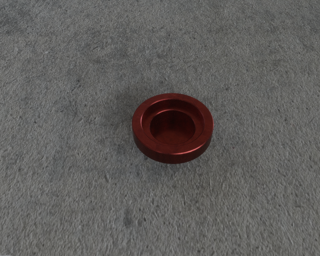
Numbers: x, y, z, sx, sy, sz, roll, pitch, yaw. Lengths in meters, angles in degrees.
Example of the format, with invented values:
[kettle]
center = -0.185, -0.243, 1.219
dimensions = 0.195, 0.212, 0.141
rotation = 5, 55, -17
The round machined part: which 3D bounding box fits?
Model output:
[round machined part]
center = 0.016, 0.005, 0.389
dimensions = 0.099, 0.042, 0.098
rotation = 0, 50, 0
